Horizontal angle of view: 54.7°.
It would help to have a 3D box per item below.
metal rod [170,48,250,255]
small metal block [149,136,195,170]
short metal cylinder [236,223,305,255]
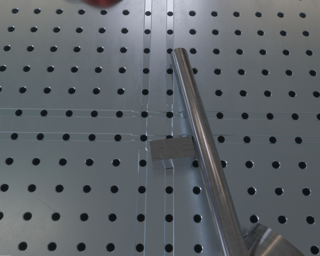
[{"bbox_3d":[0.051,0.015,0.370,0.025,0.025,0.299,-9,56,-3],"label":"metal rod"},{"bbox_3d":[0.014,0.032,0.387,0.050,0.050,0.025,-7,71,-3],"label":"small metal block"},{"bbox_3d":[0.117,0.148,0.329,0.080,0.080,0.050,42,76,13],"label":"short metal cylinder"}]
